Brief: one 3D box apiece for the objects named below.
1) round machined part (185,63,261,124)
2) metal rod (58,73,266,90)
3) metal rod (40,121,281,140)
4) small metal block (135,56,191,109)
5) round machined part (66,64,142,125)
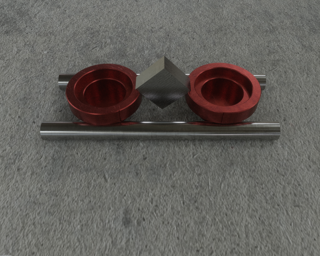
[{"bbox_3d":[0.083,-0.042,0.423,0.099,0.042,0.098,0,50,0],"label":"round machined part"},{"bbox_3d":[0.004,-0.069,0.462,0.302,0.025,0.025,0,50,0],"label":"metal rod"},{"bbox_3d":[0.001,0.003,0.401,0.302,0.025,0.025,0,50,0],"label":"metal rod"},{"bbox_3d":[0.004,-0.058,0.403,0.050,0.050,0.025,-31,40,31],"label":"small metal block"},{"bbox_3d":[-0.074,-0.040,0.421,0.099,0.042,0.098,0,50,0],"label":"round machined part"}]
